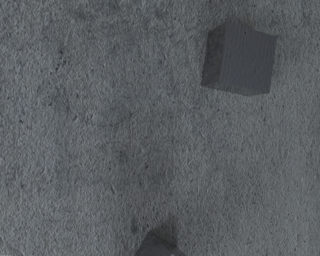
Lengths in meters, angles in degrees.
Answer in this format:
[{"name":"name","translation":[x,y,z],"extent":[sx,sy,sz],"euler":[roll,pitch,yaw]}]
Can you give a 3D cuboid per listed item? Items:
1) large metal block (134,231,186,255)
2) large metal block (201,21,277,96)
[{"name":"large metal block","translation":[-0.003,0.186,0.379],"extent":[0.050,0.080,0.080],"euler":[36,78,-17]},{"name":"large metal block","translation":[0.110,-0.093,0.436],"extent":[0.081,0.050,0.080],"euler":[9,87,-20]}]
